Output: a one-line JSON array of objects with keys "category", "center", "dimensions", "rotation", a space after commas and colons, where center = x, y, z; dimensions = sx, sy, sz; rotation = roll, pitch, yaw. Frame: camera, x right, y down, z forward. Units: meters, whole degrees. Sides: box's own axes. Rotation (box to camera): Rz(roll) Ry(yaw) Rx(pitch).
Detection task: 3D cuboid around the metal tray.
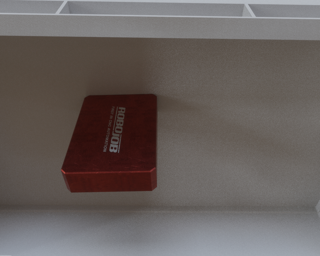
[{"category": "metal tray", "center": [-0.049, 0.011, 0.349], "dimensions": [0.090, 0.130, 0.030], "rotation": [-1, 130, 1]}]
